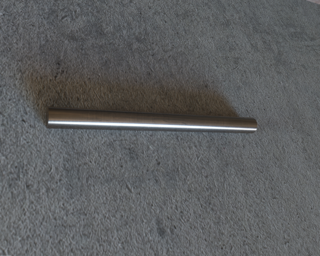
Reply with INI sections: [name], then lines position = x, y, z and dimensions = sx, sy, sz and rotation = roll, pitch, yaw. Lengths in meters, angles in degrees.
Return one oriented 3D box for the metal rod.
[metal rod]
position = 0.009, -0.008, 0.414
dimensions = 0.302, 0.025, 0.025
rotation = 2, 61, -27
